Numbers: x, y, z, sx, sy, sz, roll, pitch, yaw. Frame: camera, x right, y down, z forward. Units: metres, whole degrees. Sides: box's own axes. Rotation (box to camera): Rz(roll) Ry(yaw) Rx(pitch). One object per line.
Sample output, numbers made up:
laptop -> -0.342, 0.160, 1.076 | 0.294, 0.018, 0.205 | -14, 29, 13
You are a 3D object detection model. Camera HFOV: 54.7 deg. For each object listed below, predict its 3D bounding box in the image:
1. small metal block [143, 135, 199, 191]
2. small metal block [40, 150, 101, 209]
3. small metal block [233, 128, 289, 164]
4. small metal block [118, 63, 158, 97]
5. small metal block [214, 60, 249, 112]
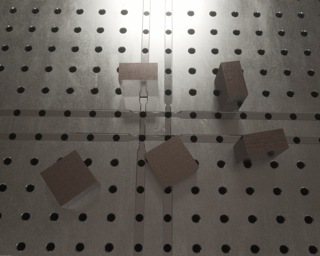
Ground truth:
small metal block -> 0.014, 0.045, 0.396 | 0.050, 0.025, 0.050 | -30, 73, -11
small metal block -> -0.111, 0.064, 0.387 | 0.050, 0.025, 0.050 | -35, 74, -12
small metal block -> 0.126, 0.024, 0.391 | 0.050, 0.050, 0.025 | -9, 71, -4
small metal block -> -0.028, -0.065, 0.422 | 0.050, 0.050, 0.025 | 0, 70, -1
small metal block -> 0.095, -0.056, 0.420 | 0.025, 0.050, 0.050 | -7, 70, -3
